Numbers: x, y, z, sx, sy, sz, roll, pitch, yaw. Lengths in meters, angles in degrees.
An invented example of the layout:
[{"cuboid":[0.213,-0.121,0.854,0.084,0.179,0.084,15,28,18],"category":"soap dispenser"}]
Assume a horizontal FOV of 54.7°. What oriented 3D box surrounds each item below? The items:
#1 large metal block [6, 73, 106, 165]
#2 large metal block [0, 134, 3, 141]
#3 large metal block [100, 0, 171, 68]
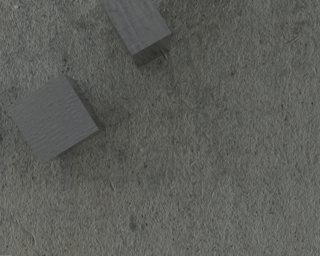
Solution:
[{"cuboid":[-0.129,-0.011,0.396,0.080,0.050,0.080,-32,90,0],"category":"large metal block"},{"cuboid":[-0.266,-0.005,0.395,0.080,0.050,0.080,-23,90,0],"category":"large metal block"},{"cuboid":[-0.029,-0.127,0.382,0.050,0.080,0.080,-30,90,0],"category":"large metal block"}]
